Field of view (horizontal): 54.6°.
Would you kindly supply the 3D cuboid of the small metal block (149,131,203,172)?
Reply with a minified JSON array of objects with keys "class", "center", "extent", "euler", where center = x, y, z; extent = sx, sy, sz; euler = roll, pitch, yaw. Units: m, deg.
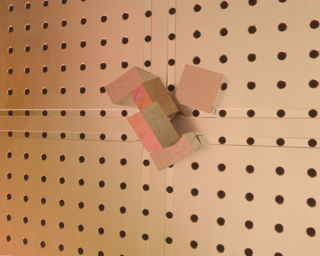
[{"class":"small metal block","center":[0.022,0.029,0.391],"extent":[0.050,0.050,0.025],"euler":[-31,83,17]}]

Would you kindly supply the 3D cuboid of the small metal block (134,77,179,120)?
[{"class":"small metal block","center":[-0.006,-0.030,0.400],"extent":[0.025,0.050,0.050],"euler":[-25,79,-23]}]

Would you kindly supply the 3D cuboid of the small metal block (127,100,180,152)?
[{"class":"small metal block","center":[-0.009,0.000,0.373],"extent":[0.025,0.050,0.050],"euler":[-34,95,-24]}]

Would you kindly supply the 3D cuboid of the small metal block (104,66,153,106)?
[{"class":"small metal block","center":[-0.037,-0.054,0.413],"extent":[0.050,0.050,0.025],"euler":[-31,80,17]}]

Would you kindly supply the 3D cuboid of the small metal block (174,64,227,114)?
[{"class":"small metal block","center":[0.051,-0.049,0.395],"extent":[0.050,0.025,0.050],"euler":[20,97,19]}]
